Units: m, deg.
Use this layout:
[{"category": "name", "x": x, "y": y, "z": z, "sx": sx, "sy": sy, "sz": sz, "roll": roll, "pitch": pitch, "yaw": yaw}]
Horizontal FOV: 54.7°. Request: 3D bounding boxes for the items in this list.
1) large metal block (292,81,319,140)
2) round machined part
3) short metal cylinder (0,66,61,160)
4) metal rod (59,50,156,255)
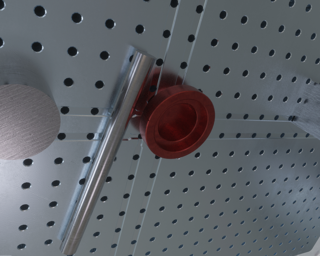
[{"category": "large metal block", "x": 0.285, "y": -0.023, "z": 0.517, "sx": 0.050, "sy": 0.080, "sz": 0.079, "roll": 3, "pitch": 117, "yaw": -30}, {"category": "round machined part", "x": 0.019, "y": -0.011, "z": 0.404, "sx": 0.099, "sy": 0.042, "sz": 0.097, "roll": -14, "pitch": 124, "yaw": -21}, {"category": "short metal cylinder", "x": -0.145, "y": -0.015, "z": 0.307, "sx": 0.081, "sy": 0.050, "sz": 0.079, "roll": -14, "pitch": 124, "yaw": -21}, {"category": "metal rod", "x": -0.074, "y": 0.045, "z": 0.398, "sx": 0.025, "sy": 0.025, "sz": 0.298, "roll": 11, "pitch": 113, "yaw": -33}]
